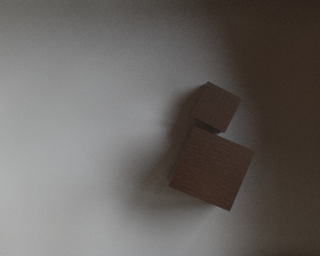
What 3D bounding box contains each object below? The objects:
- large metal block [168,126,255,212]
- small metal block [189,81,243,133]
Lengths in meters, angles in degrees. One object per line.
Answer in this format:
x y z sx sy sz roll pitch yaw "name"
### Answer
0.063 0.049 0.400 0.080 0.050 0.080 23 90 -1 "large metal block"
0.073 -0.027 0.412 0.050 0.025 0.050 27 90 -1 "small metal block"
